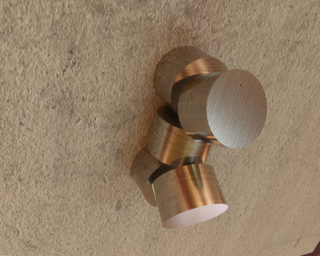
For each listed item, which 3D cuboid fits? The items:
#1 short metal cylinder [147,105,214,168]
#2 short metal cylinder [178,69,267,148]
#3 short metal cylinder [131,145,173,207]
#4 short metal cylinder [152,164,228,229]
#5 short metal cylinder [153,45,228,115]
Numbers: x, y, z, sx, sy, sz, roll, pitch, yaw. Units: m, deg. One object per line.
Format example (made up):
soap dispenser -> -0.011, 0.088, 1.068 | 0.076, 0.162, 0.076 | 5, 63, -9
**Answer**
short metal cylinder -> 0.029, 0.009, 0.395 | 0.081, 0.080, 0.050 | 1, 118, -29
short metal cylinder -> 0.067, -0.020, 0.332 | 0.081, 0.050, 0.079 | -2, 94, -29
short metal cylinder -> 0.005, 0.063, 0.434 | 0.081, 0.050, 0.079 | -14, 124, -21
short metal cylinder -> 0.035, 0.084, 0.378 | 0.081, 0.050, 0.080 | -13, 150, -7
short metal cylinder -> 0.038, -0.055, 0.379 | 0.081, 0.050, 0.079 | -14, 124, -21
